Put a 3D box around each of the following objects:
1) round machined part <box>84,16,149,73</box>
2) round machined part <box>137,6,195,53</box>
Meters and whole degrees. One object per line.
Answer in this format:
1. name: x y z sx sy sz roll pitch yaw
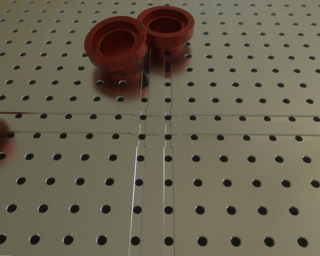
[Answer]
1. round machined part: -0.066 -0.128 0.493 0.098 0.042 0.098 -4 61 8
2. round machined part: 0.009 -0.168 0.538 0.099 0.042 0.098 0 50 0
